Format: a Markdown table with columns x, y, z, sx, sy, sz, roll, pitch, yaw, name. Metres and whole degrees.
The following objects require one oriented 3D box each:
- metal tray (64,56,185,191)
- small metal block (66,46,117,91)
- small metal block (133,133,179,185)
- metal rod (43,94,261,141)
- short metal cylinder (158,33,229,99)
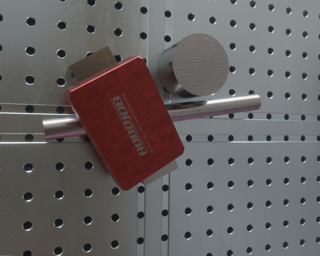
| x | y | z | sx | sy | sz | roll | pitch | yaw | name |
| --- | --- | --- | --- | --- | --- | --- | --- | --- | --- |
| -0.037 | -0.005 | 0.356 | 0.091 | 0.030 | 0.129 | -32 | 112 | -17 | metal tray |
| -0.082 | -0.070 | 0.369 | 0.050 | 0.050 | 0.025 | -33 | 101 | -17 | small metal block |
| -0.011 | 0.040 | 0.408 | 0.050 | 0.025 | 0.050 | -25 | 99 | -19 | small metal block |
| 0.005 | -0.019 | 0.415 | 0.303 | 0.025 | 0.025 | -8 | 93 | -20 | metal rod |
| 0.044 | -0.081 | 0.416 | 0.081 | 0.050 | 0.079 | 0 | 90 | -21 | short metal cylinder |
